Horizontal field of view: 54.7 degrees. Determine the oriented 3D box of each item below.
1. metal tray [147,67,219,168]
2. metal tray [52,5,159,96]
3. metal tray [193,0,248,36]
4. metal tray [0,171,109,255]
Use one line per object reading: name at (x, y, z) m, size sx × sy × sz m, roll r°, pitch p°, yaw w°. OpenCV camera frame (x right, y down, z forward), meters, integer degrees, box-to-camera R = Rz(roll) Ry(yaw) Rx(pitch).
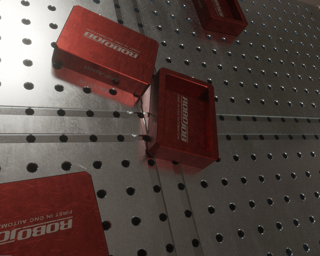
metal tray at (0.033, -0.016, 0.433) m, size 0.091 × 0.030 × 0.130 m, roll 15°, pitch 55°, yaw -20°
metal tray at (-0.071, -0.108, 0.434) m, size 0.131 × 0.030 × 0.090 m, roll 20°, pitch 54°, yaw -17°
metal tray at (0.114, -0.250, 0.621) m, size 0.091 × 0.030 × 0.130 m, roll 1°, pitch 61°, yaw -28°
metal tray at (-0.121, 0.095, 0.282) m, size 0.131 × 0.030 × 0.090 m, roll -5°, pitch 64°, yaw -31°
